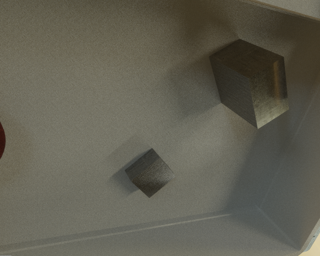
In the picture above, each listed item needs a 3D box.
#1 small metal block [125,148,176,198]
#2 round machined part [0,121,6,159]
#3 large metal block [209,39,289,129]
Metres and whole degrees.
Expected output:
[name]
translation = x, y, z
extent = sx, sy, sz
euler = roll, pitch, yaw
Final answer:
[small metal block]
translation = -0.013, 0.065, 0.443
extent = 0.050, 0.025, 0.050
euler = -39, 130, -2
[round machined part]
translation = -0.201, 0.007, 0.286
extent = 0.099, 0.042, 0.097
euler = -21, 130, -27
[large metal block]
translation = 0.115, -0.059, 0.402
extent = 0.050, 0.080, 0.080
euler = -31, 129, -8
